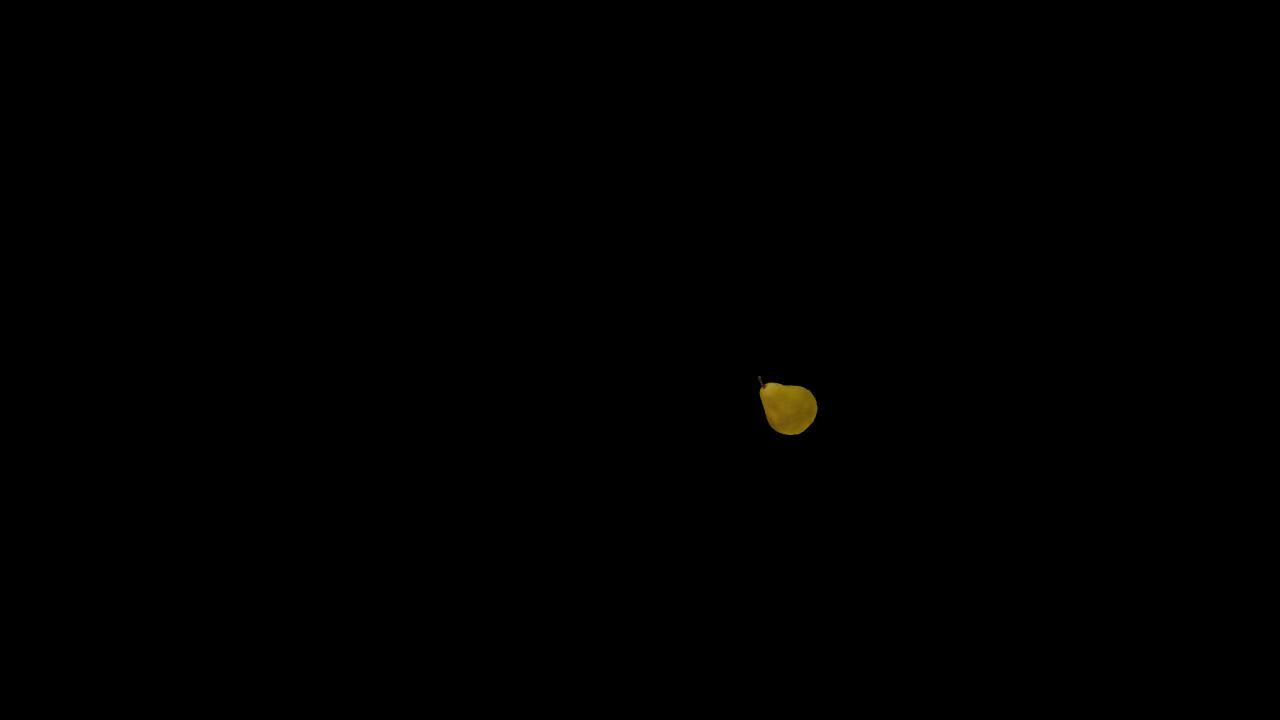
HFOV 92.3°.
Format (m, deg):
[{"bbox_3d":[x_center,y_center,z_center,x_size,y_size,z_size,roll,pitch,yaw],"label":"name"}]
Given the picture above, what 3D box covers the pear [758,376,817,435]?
[{"bbox_3d":[0.213,0.066,0.937,0.111,0.080,0.080,28,-9,-17],"label":"pear"}]
